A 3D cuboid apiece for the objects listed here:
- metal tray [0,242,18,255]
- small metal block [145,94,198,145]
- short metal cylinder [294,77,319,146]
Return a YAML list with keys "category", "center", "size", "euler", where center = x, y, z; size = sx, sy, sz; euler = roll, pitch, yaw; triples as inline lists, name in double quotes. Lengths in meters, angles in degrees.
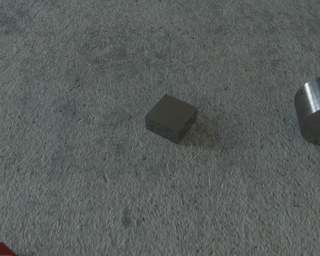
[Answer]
- category: "metal tray"
  center: [-0.125, 0.170, 0.255]
  size: [0.130, 0.030, 0.090]
  euler: [29, 56, 22]
- category: "small metal block"
  center: [0.015, -0.013, 0.414]
  size: [0.050, 0.025, 0.050]
  euler: [26, 55, 20]
- category: "short metal cylinder"
  center: [0.215, -0.021, 0.387]
  size: [0.080, 0.080, 0.050]
  euler: [4, 50, 3]
